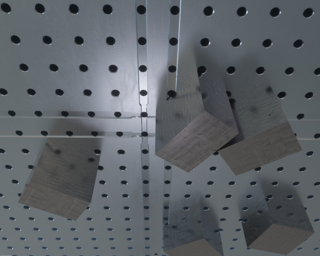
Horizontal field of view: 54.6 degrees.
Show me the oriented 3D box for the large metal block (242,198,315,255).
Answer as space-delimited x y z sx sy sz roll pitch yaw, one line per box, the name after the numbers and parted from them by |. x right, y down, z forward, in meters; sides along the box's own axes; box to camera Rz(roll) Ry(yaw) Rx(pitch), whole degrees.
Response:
0.204 0.175 0.545 0.080 0.050 0.080 16 128 -13 | large metal block

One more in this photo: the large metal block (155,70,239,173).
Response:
0.039 -0.008 0.369 0.050 0.080 0.080 31 123 -24 | large metal block

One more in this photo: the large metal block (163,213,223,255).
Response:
0.062 0.211 0.575 0.080 0.050 0.080 -26 126 20 | large metal block

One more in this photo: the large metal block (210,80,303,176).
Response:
0.111 0.000 0.376 0.080 0.080 0.050 -26 125 20 | large metal block

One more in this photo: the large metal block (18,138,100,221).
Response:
-0.138 0.072 0.435 0.080 0.080 0.050 26 125 -21 | large metal block
